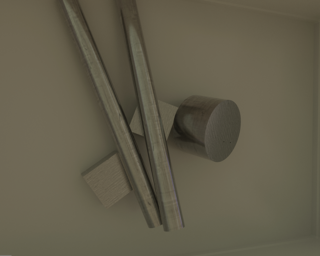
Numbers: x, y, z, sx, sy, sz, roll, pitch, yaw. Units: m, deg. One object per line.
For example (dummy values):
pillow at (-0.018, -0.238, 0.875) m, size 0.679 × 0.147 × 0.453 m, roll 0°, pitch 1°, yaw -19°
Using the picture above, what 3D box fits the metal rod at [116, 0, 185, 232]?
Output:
metal rod at (-0.015, -0.029, 0.376) m, size 0.025 × 0.025 × 0.298 m, roll -10°, pitch 82°, yaw -20°

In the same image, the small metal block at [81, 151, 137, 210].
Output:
small metal block at (-0.062, 0.064, 0.388) m, size 0.050 × 0.025 × 0.050 m, roll -36°, pitch 102°, yaw -17°

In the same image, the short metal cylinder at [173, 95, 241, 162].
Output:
short metal cylinder at (0.062, -0.001, 0.405) m, size 0.081 × 0.050 × 0.079 m, roll -16°, pitch 112°, yaw -43°

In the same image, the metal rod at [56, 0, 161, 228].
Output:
metal rod at (-0.058, -0.023, 0.373) m, size 0.025 × 0.025 × 0.299 m, roll -22°, pitch 92°, yaw -19°

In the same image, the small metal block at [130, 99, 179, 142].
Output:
small metal block at (-0.009, -0.010, 0.402) m, size 0.050 × 0.025 × 0.050 m, roll 21°, pitch 83°, yaw -4°
